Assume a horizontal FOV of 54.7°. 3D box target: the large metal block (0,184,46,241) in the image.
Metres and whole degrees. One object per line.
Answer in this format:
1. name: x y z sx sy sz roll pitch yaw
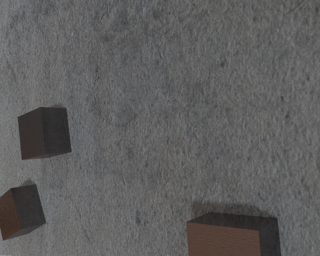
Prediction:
1. large metal block: -0.278 0.167 0.614 0.080 0.050 0.080 -34 69 34

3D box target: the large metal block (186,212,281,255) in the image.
1. large metal block: 0.078 0.137 0.323 0.080 0.050 0.080 -7 86 39

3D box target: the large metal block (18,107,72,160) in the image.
1. large metal block: -0.209 0.011 0.557 0.080 0.050 0.080 -14 81 39
